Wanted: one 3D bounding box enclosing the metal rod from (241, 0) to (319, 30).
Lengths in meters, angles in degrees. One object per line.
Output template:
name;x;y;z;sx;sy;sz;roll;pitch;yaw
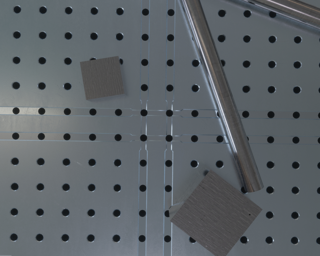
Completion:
metal rod;0.198;-0.152;0.414;0.301;0.025;0.025;20;90;0

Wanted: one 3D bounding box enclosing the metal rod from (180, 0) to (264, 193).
metal rod;0.078;-0.060;0.413;0.025;0.025;0.298;-19;90;0

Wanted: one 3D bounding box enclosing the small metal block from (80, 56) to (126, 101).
small metal block;-0.075;-0.065;0.413;0.050;0.025;0.050;-9;90;0

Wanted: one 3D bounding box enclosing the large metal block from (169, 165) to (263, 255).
large metal block;0.069;0.106;0.402;0.080;0.050;0.080;38;90;0
